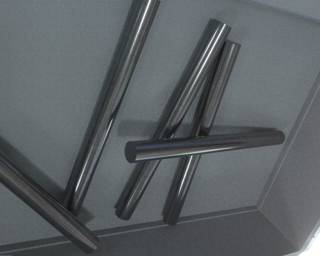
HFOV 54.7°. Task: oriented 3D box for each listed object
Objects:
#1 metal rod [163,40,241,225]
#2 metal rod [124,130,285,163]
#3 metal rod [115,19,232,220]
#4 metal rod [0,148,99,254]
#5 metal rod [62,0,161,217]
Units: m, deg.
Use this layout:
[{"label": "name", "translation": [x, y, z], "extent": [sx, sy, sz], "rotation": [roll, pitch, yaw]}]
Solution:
[{"label": "metal rod", "translation": [0.054, 0.022, 0.453], "extent": [0.025, 0.025, 0.298], "rotation": [1, 118, -30]}, {"label": "metal rod", "translation": [0.086, 0.022, 0.441], "extent": [0.302, 0.025, 0.025], "rotation": [-3, 120, -38]}, {"label": "metal rod", "translation": [0.010, 0.001, 0.416], "extent": [0.025, 0.025, 0.298], "rotation": [15, 110, -35]}, {"label": "metal rod", "translation": [-0.159, 0.052, 0.334], "extent": [0.025, 0.025, 0.299], "rotation": [-36, 124, -5]}, {"label": "metal rod", "translation": [-0.068, -0.007, 0.368], "extent": [0.025, 0.025, 0.298], "rotation": [11, 113, -33]}]
